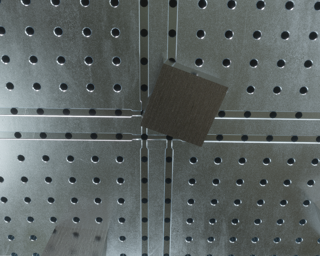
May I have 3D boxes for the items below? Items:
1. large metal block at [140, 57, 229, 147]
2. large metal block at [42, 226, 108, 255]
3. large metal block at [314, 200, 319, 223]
[{"bbox_3d":[0.028,-0.033,0.388,0.080,0.050,0.080,19,109,-7],"label":"large metal block"},{"bbox_3d":[-0.125,0.194,0.454,0.080,0.080,0.050,6,110,-2],"label":"large metal block"},{"bbox_3d":[0.286,0.142,0.454,0.080,0.050,0.080,-21,109,7],"label":"large metal block"}]
